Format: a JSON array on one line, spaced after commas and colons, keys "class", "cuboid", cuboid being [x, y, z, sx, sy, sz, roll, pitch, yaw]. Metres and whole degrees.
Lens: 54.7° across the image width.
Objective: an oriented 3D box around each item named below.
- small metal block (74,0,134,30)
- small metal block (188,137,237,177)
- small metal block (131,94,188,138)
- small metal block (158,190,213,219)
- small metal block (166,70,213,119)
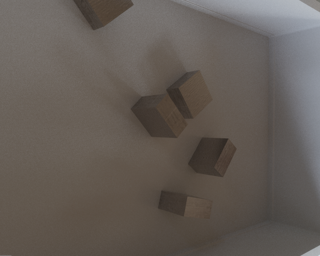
[{"class": "small metal block", "cuboid": [-0.066, -0.147, 0.350, 0.050, 0.025, 0.050, -47, 120, -26]}, {"class": "small metal block", "cuboid": [0.077, 0.042, 0.458, 0.025, 0.050, 0.050, 47, 62, -30]}, {"class": "small metal block", "cuboid": [-0.001, -0.014, 0.391, 0.025, 0.050, 0.050, -51, 120, -28]}, {"class": "small metal block", "cuboid": [0.035, 0.104, 0.422, 0.050, 0.050, 0.025, 19, 78, -39]}, {"class": "small metal block", "cuboid": [0.043, -0.048, 0.445, 0.050, 0.025, 0.050, -43, 116, -32]}]
